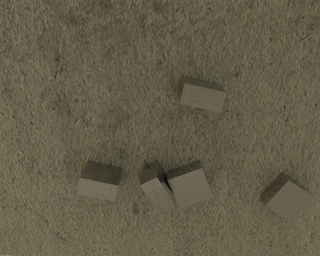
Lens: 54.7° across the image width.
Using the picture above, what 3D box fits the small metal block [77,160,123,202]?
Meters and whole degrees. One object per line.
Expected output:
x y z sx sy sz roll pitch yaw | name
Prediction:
-0.080 0.071 0.422 0.050 0.050 0.025 13 110 -5 | small metal block

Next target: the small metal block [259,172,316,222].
0.183 0.100 0.448 0.050 0.025 0.050 33 107 -12 | small metal block

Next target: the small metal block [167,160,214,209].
0.043 0.080 0.440 0.050 0.025 0.050 -21 109 7 | small metal block

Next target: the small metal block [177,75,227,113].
0.050 -0.043 0.381 0.050 0.050 0.025 12 110 -5 | small metal block

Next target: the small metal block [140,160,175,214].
-0.003 0.080 0.426 0.025 0.050 0.050 -27 108 10 | small metal block
